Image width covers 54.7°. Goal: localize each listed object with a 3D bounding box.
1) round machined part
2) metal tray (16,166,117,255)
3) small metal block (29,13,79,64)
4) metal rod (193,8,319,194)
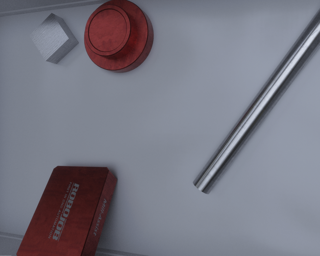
[{"bbox_3d":[-0.062,-0.127,0.422,0.098,0.042,0.097,0,90,19],"label":"round machined part"},{"bbox_3d":[-0.119,0.114,0.410,0.090,0.030,0.130,-1,53,19],"label":"metal tray"},{"bbox_3d":[-0.159,-0.133,0.465,0.050,0.025,0.050,-38,78,15],"label":"small metal block"},{"bbox_3d":[0.134,-0.046,0.363,0.025,0.025,0.299,37,101,16],"label":"metal rod"}]
